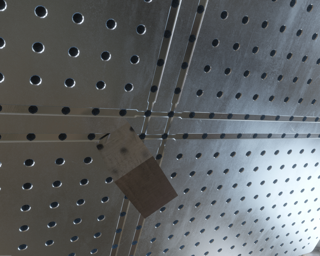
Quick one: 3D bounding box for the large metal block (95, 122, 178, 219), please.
[{"bbox_3d":[-0.030,0.052,0.391,0.050,0.080,0.080,-34,129,-6],"label":"large metal block"}]
